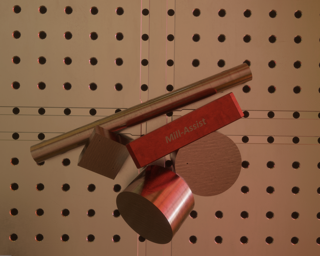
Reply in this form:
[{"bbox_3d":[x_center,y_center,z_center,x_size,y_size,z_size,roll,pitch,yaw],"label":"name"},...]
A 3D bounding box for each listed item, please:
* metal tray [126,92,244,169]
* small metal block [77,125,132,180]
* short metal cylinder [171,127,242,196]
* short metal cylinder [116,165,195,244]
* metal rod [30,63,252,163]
[{"bbox_3d":[0.027,0.002,0.377,0.131,0.090,0.030,-26,90,0],"label":"metal tray"},{"bbox_3d":[-0.070,0.032,0.396,0.050,0.025,0.050,26,106,-19],"label":"small metal block"},{"bbox_3d":[0.056,0.040,0.393,0.081,0.050,0.079,-1,99,-4],"label":"short metal cylinder"},{"bbox_3d":[-0.006,0.092,0.375,0.080,0.080,0.050,47,49,0],"label":"short metal cylinder"},{"bbox_3d":[-0.024,-0.020,0.409,0.301,0.025,0.025,-21,90,0],"label":"metal rod"}]
